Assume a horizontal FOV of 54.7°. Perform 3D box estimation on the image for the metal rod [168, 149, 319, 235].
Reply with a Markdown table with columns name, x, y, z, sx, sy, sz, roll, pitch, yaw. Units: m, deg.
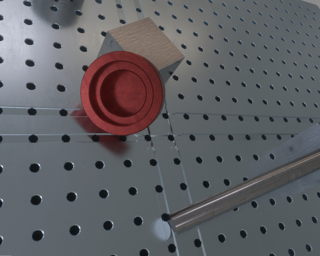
| name | x | y | z | sx | sy | sz | roll | pitch | yaw |
| --- | --- | --- | --- | --- | --- | --- | --- | --- | --- |
| metal rod | 0.151 | 0.062 | 0.393 | 0.302 | 0.025 | 0.025 | -19 | 71 | -16 |

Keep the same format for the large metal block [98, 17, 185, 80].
| name | x | y | z | sx | sy | sz | roll | pitch | yaw |
| --- | --- | --- | --- | --- | --- | --- | --- | --- | --- |
| large metal block | -0.026 | -0.102 | 0.440 | 0.080 | 0.050 | 0.081 | 50 | 51 | 7 |

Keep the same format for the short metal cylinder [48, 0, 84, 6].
| name | x | y | z | sx | sy | sz | roll | pitch | yaw |
| --- | --- | --- | --- | --- | --- | --- | --- | --- | --- |
| short metal cylinder | -0.143 | -0.228 | 0.454 | 0.081 | 0.050 | 0.080 | 14 | 56 | -21 |

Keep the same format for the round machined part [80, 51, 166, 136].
| name | x | y | z | sx | sy | sz | roll | pitch | yaw |
| --- | --- | --- | --- | --- | --- | --- | --- | --- | --- |
| round machined part | -0.042 | -0.042 | 0.377 | 0.098 | 0.098 | 0.042 | 43 | 13 | 1 |

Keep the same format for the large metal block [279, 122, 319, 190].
| name | x | y | z | sx | sy | sz | roll | pitch | yaw |
| --- | --- | --- | --- | --- | --- | --- | --- | --- | --- |
| large metal block | 0.250 | 0.040 | 0.482 | 0.050 | 0.080 | 0.080 | -14 | 69 | -34 |
